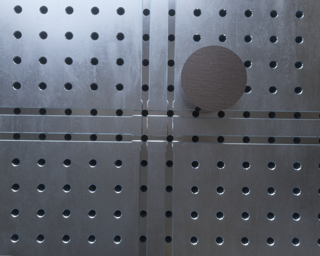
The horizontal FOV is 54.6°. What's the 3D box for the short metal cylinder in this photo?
[{"bbox_3d":[0.066,-0.061,0.401,0.080,0.050,0.080,0,90,0],"label":"short metal cylinder"}]
